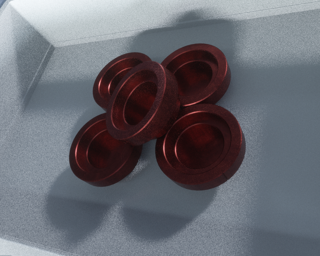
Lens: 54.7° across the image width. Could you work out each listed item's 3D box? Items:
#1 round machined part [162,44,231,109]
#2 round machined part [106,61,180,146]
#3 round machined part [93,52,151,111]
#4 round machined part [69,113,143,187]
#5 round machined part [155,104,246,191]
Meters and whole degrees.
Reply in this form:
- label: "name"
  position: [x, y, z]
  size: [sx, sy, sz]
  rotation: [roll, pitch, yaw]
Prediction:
- label: "round machined part"
  position: [0.044, -0.059, 0.405]
  size: [0.098, 0.042, 0.098]
  rotation: [-13, 56, 20]
- label: "round machined part"
  position: [-0.016, -0.025, 0.360]
  size: [0.098, 0.042, 0.098]
  rotation: [-25, 51, 36]
- label: "round machined part"
  position: [-0.045, -0.059, 0.450]
  size: [0.098, 0.042, 0.098]
  rotation: [-13, 56, 20]
- label: "round machined part"
  position: [-0.066, 0.031, 0.407]
  size: [0.098, 0.042, 0.098]
  rotation: [-13, 56, 20]
- label: "round machined part"
  position: [0.048, 0.024, 0.352]
  size: [0.098, 0.042, 0.098]
  rotation: [-13, 56, 20]
